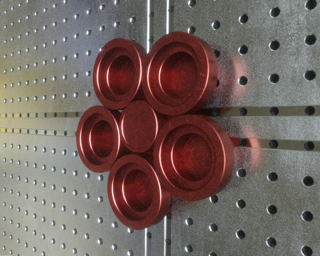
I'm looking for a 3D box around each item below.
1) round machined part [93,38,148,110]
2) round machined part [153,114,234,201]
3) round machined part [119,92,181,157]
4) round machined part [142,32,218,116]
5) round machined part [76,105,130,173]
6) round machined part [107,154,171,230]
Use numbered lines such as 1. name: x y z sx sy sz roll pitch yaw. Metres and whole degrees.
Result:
1. round machined part: -0.048 -0.074 0.439 0.098 0.042 0.097 0 90 40
2. round machined part: 0.042 0.033 0.364 0.098 0.042 0.097 0 90 40
3. round machined part: -0.016 -0.002 0.412 0.098 0.042 0.097 0 90 40
4. round machined part: 0.028 -0.063 0.376 0.098 0.042 0.097 0 90 40
5. round machined part: -0.079 0.016 0.464 0.098 0.042 0.097 0 90 40
6. round machined part: -0.023 0.082 0.418 0.098 0.042 0.097 0 90 40
